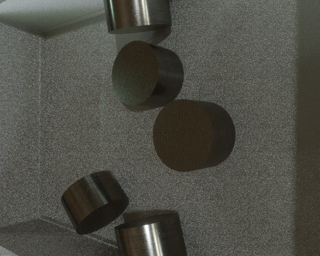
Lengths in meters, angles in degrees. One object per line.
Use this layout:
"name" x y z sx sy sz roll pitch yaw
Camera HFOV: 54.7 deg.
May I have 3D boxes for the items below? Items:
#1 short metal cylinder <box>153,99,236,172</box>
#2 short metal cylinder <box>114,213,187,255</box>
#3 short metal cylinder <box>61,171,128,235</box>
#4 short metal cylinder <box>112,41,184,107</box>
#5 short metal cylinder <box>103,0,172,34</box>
"short metal cylinder" 0.039 0.008 0.357 0.080 0.050 0.079 0 90 39
"short metal cylinder" -0.011 0.139 0.379 0.080 0.081 0.050 -19 78 38
"short metal cylinder" -0.093 0.108 0.446 0.050 0.081 0.080 52 120 27
"short metal cylinder" -0.016 -0.068 0.402 0.080 0.050 0.079 0 90 39
"short metal cylinder" -0.028 -0.149 0.386 0.080 0.081 0.050 3 106 39
